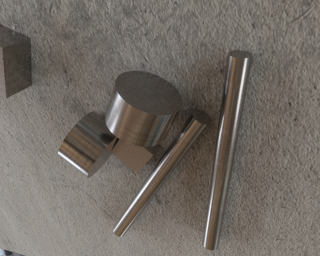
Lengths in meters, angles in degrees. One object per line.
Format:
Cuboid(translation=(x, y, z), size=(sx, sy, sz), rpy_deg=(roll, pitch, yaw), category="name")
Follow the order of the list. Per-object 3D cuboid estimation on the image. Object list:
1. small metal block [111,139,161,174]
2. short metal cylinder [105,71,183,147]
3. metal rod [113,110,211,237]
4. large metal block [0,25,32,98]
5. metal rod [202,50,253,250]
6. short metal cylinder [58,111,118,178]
Cuboid(translation=(-0.035, 0.030, 0.444), size=(0.050, 0.025, 0.050), rpy_deg=(39, 129, 1), category="small metal block")
Cuboid(translation=(-0.020, -0.024, 0.367), size=(0.080, 0.080, 0.050), rpy_deg=(32, 129, 7), category="short metal cylinder")
Cuboid(translation=(-0.011, 0.085, 0.465), size=(0.025, 0.025, 0.298), rpy_deg=(35, 129, 4), category="metal rod")
Cuboid(translation=(-0.239, -0.102, 0.453), size=(0.080, 0.050, 0.079), rpy_deg=(26, 128, 12), category="large metal block")
Cuboid(translation=(0.080, 0.051, 0.395), size=(0.025, 0.025, 0.298), rpy_deg=(14, 124, 20), category="metal rod")
Cuboid(translation=(-0.095, 0.023, 0.436), size=(0.050, 0.080, 0.080), rpy_deg=(37, 129, 4), category="short metal cylinder")
